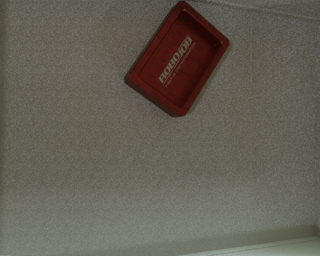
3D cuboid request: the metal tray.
[{"bbox_3d":[0.024,-0.090,0.416,0.090,0.030,0.130,36,79,-17],"label":"metal tray"}]
